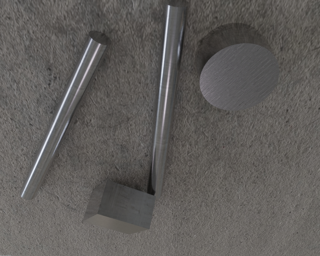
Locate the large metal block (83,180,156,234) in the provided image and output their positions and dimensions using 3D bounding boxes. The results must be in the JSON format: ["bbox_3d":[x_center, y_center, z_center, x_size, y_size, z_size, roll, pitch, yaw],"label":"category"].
[{"bbox_3d":[-0.064,0.126,0.480,0.080,0.050,0.080,23,148,-19],"label":"large metal block"}]

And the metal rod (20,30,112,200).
[{"bbox_3d":[-0.136,0.004,0.409,0.025,0.025,0.298,23,126,-19],"label":"metal rod"}]

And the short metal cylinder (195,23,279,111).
[{"bbox_3d":[0.081,-0.066,0.336,0.081,0.050,0.079,0,130,0],"label":"short metal cylinder"}]

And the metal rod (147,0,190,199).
[{"bbox_3d":[0.004,-0.009,0.398,0.025,0.025,0.298,4,130,-3],"label":"metal rod"}]
